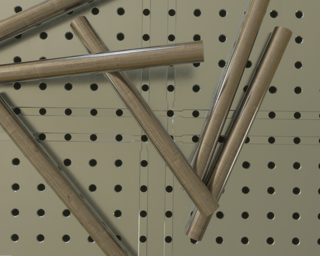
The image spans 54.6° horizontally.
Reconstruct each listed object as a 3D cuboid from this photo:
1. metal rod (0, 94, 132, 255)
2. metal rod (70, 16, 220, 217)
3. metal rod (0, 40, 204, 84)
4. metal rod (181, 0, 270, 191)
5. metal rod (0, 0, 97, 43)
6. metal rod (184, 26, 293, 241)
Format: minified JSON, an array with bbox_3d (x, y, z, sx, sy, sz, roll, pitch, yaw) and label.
[{"bbox_3d":[-0.133,0.073,0.412,0.025,0.025,0.300,-39,90,0],"label":"metal rod"},{"bbox_3d":[-0.023,-0.019,0.398,0.025,0.025,0.299,-35,84,0],"label":"metal rod"},{"bbox_3d":[-0.097,-0.078,0.385,0.301,0.025,0.025,-4,90,11],"label":"metal rod"},{"bbox_3d":[0.091,-0.055,0.413,0.025,0.025,0.299,20,90,0],"label":"metal rod"},{"bbox_3d":[-0.157,-0.152,0.412,0.301,0.025,0.025,-24,90,0],"label":"metal rod"},{"bbox_3d":[0.104,0.007,0.413,0.025,0.025,0.299,24,90,0],"label":"metal rod"}]
